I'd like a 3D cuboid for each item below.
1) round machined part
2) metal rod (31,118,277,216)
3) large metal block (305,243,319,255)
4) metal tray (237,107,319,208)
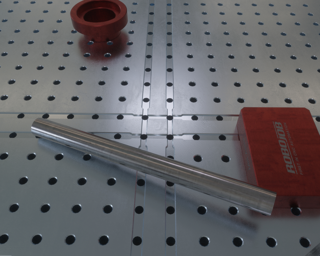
[{"bbox_3d":[-0.107,-0.192,0.557,0.099,0.042,0.098,0,50,0],"label":"round machined part"},{"bbox_3d":[-0.023,0.037,0.358,0.301,0.025,0.025,16,52,19],"label":"metal rod"},{"bbox_3d":[0.180,0.127,0.267,0.050,0.080,0.080,-25,54,-19],"label":"large metal block"},{"bbox_3d":[0.151,0.031,0.379,0.091,0.030,0.130,0,50,0],"label":"metal tray"}]
